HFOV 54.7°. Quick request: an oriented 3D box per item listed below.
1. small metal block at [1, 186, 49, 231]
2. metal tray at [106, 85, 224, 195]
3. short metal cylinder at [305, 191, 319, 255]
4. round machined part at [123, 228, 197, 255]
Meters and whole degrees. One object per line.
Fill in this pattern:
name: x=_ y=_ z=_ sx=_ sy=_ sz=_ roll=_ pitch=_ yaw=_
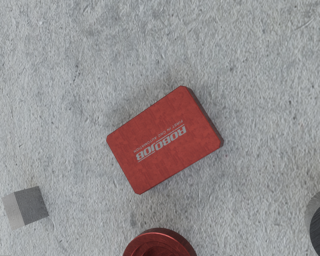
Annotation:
small metal block: x=-0.201 y=0.119 z=0.465 sx=0.025 sy=0.050 sz=0.050 roll=-25 pitch=82 yaw=18
metal tray: x=0.005 y=0.017 z=0.404 sx=0.130 sy=0.030 sz=0.090 roll=-33 pitch=80 yaw=16
short metal cylinder: x=0.199 y=0.105 z=0.326 sx=0.080 sy=0.050 sz=0.079 roll=0 pitch=90 yaw=19
round machined part: x=0.004 y=0.177 z=0.398 sx=0.098 sy=0.042 sz=0.097 roll=0 pitch=90 yaw=19
